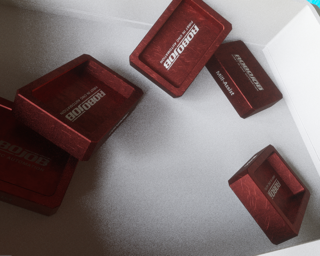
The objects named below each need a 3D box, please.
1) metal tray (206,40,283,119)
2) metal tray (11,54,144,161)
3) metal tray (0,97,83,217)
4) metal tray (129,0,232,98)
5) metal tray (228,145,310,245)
[{"bbox_3d":[0.140,-0.087,0.531,0.091,0.030,0.130,-21,73,-36],"label":"metal tray"},{"bbox_3d":[-0.084,-0.030,0.347,0.090,0.030,0.130,34,35,0],"label":"metal tray"},{"bbox_3d":[-0.149,0.022,0.308,0.131,0.030,0.090,24,53,-14],"label":"metal tray"},{"bbox_3d":[0.029,-0.119,0.443,0.090,0.030,0.130,37,87,-6],"label":"metal tray"},{"bbox_3d":[0.148,0.079,0.405,0.090,0.030,0.131,54,32,10],"label":"metal tray"}]
